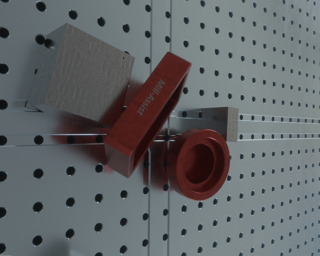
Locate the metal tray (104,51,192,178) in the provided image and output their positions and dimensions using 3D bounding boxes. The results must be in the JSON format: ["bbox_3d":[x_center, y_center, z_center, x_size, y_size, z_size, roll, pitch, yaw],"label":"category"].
[{"bbox_3d":[-0.013,-0.014,0.356,0.030,0.090,0.130,30,66,7],"label":"metal tray"}]

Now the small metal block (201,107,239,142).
[{"bbox_3d":[0.089,-0.005,0.468,0.025,0.050,0.050,5,87,-41],"label":"small metal block"}]

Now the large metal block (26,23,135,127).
[{"bbox_3d":[-0.081,-0.049,0.325,0.080,0.050,0.080,20,78,-38],"label":"large metal block"}]

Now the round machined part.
[{"bbox_3d":[0.049,0.048,0.434,0.099,0.042,0.097,-4,98,-34],"label":"round machined part"}]
